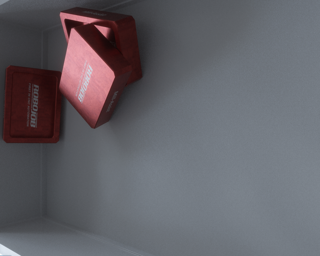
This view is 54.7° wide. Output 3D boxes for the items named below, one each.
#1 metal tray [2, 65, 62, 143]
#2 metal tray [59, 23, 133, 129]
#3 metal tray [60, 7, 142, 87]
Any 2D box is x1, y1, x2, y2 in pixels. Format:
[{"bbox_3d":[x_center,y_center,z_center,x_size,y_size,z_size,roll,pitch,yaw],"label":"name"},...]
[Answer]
[{"bbox_3d":[-0.224,-0.039,0.546,0.030,0.091,0.129,11,97,59],"label":"metal tray"},{"bbox_3d":[-0.097,-0.069,0.441,0.090,0.030,0.129,48,140,11],"label":"metal tray"},{"bbox_3d":[-0.086,-0.120,0.447,0.130,0.030,0.089,24,134,36],"label":"metal tray"}]
